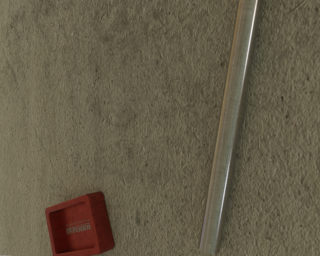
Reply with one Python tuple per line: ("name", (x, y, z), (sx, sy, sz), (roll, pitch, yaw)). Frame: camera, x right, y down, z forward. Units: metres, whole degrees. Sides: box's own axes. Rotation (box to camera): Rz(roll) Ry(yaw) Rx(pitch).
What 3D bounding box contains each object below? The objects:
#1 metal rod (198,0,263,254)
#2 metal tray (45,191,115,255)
("metal rod", (0.077, -0.008, 0.339), (0.025, 0.025, 0.298), (13, 98, 39))
("metal tray", (-0.136, 0.163, 0.510), (0.130, 0.030, 0.090), (-24, 75, 37))
